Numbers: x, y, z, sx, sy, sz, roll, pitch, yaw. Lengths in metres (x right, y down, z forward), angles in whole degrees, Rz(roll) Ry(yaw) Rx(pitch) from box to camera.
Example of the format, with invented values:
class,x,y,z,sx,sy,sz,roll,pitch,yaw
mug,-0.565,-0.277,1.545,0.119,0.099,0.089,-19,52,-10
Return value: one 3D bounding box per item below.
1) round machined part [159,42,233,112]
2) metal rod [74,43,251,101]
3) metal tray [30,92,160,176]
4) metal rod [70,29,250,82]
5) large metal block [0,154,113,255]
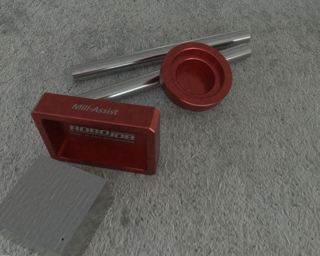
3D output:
class,x,y,z,sx,sy,sz,roll,pitch,yaw
round machined part,0.048,-0.068,0.436,0.099,0.042,0.098,4,70,-10
metal rod,0.007,-0.078,0.468,0.302,0.025,0.025,-20,53,-17
metal tray,-0.067,0.009,0.352,0.131,0.089,0.030,8,51,6
metal rod,0.009,-0.121,0.504,0.302,0.025,0.025,-16,52,-13
large metal block,-0.105,0.084,0.315,0.080,0.050,0.080,18,52,14
